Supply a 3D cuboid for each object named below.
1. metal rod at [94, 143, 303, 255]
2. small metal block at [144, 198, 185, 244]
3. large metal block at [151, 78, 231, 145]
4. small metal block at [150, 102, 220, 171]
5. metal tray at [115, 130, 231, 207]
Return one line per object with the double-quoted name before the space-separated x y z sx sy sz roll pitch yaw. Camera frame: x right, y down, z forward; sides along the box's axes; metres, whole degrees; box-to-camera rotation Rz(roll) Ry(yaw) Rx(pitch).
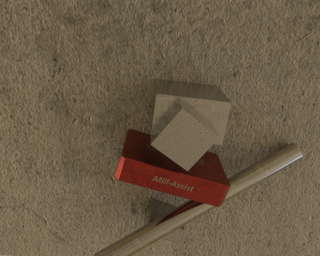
"metal rod" 0.055 0.101 0.410 0.301 0.025 0.025 -28 109 -6
"small metal block" 0.005 0.132 0.445 0.050 0.050 0.025 21 109 -8
"large metal block" 0.033 -0.022 0.373 0.081 0.080 0.050 7 110 -3
"small metal block" 0.026 0.009 0.328 0.050 0.025 0.050 37 106 -13
"metal tray" 0.015 0.047 0.392 0.131 0.090 0.030 16 109 -7
